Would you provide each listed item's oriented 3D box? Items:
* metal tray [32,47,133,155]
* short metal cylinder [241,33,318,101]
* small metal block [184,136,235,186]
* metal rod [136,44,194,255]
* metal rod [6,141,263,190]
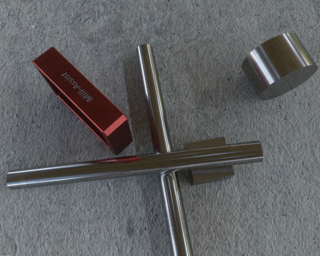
[{"bbox_3d":[-0.092,-0.030,0.383,0.130,0.090,0.030,43,76,14],"label":"metal tray"},{"bbox_3d":[0.156,-0.079,0.409,0.080,0.080,0.050,-21,72,-8],"label":"short metal cylinder"},{"bbox_3d":[0.061,0.042,0.393,0.050,0.025,0.050,-10,70,-4],"label":"small metal block"},{"bbox_3d":[0.003,0.024,0.399,0.025,0.025,0.299,-9,70,-4],"label":"metal rod"},{"bbox_3d":[-0.034,0.045,0.369,0.302,0.025,0.025,-7,70,6],"label":"metal rod"}]
